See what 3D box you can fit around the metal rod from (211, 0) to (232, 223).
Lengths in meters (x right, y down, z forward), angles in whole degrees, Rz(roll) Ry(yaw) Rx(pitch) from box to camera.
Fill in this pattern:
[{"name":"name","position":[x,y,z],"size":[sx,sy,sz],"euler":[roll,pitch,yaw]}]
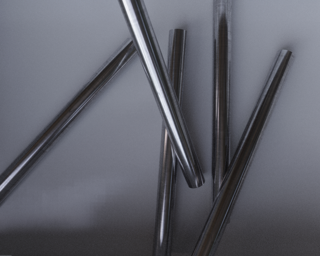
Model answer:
[{"name":"metal rod","position":[0.082,-0.025,0.411],"size":[0.025,0.025,0.298],"euler":[0,90,0]}]

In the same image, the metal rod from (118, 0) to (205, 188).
[{"name":"metal rod","position":[-0.001,-0.055,0.352],"size":[0.025,0.025,0.299],"euler":[-21,114,0]}]

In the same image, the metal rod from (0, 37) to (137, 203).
[{"name":"metal rod","position":[-0.135,-0.001,0.410],"size":[0.025,0.025,0.300],"euler":[43,90,0]}]

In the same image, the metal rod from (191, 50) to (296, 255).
[{"name":"metal rod","position":[0.106,0.037,0.392],"size":[0.025,0.025,0.299],"euler":[25,82,0]}]

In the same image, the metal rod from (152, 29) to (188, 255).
[{"name":"metal rod","position":[0.013,0.021,0.411],"size":[0.025,0.025,0.298],"euler":[4,90,0]}]
